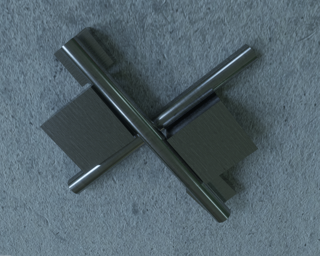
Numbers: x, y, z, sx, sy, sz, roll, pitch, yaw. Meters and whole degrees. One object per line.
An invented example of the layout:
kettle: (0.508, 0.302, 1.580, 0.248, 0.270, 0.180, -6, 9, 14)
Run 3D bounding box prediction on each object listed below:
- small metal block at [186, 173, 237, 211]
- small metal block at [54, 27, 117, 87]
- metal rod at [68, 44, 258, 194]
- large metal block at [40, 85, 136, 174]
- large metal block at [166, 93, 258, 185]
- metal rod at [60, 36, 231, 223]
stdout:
small metal block: (0.072, 0.086, 0.444, 0.050, 0.025, 0.050, -41, 105, 13)
small metal block: (-0.090, -0.087, 0.379, 0.050, 0.025, 0.050, -36, 107, 12)
metal rod: (-0.005, -0.005, 0.410, 0.300, 0.025, 0.025, -37, 106, 12)
large metal block: (-0.086, -0.003, 0.394, 0.080, 0.050, 0.080, -35, 107, 12)
large metal block: (0.065, 0.012, 0.402, 0.080, 0.050, 0.080, -37, 106, 12)
metal rod: (-0.008, 0.013, 0.388, 0.025, 0.025, 0.300, -38, 106, 12)
